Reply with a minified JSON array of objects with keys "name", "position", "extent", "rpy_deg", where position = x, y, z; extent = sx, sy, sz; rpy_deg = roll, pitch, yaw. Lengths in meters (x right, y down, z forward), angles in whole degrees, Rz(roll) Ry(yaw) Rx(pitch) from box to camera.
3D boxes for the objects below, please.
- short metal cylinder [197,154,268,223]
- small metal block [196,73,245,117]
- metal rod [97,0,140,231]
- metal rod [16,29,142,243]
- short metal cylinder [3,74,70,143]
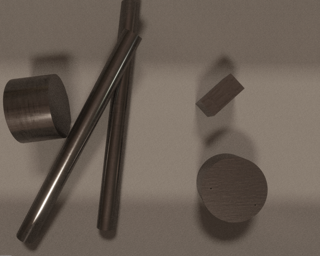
[{"name":"short metal cylinder","position":[0.090,0.075,0.400],"extent":[0.081,0.050,0.079],"rpy_deg":[0,90,-1]},{"name":"small metal block","position":[0.076,-0.041,0.400],"extent":[0.050,0.050,0.025],"rpy_deg":[-42,91,0]},{"name":"metal rod","position":[-0.055,-0.016,0.410],"extent":[0.025,0.025,0.298],"rpy_deg":[6,90,-1]},{"name":"metal rod","position":[-0.105,0.014,0.395],"extent":[0.025,0.025,0.299],"rpy_deg":[29,96,-1]},{"name":"short metal cylinder","position":[-0.148,-0.024,0.382],"extent":[0.050,0.080,0.079],"rpy_deg":[-7,90,0]}]
